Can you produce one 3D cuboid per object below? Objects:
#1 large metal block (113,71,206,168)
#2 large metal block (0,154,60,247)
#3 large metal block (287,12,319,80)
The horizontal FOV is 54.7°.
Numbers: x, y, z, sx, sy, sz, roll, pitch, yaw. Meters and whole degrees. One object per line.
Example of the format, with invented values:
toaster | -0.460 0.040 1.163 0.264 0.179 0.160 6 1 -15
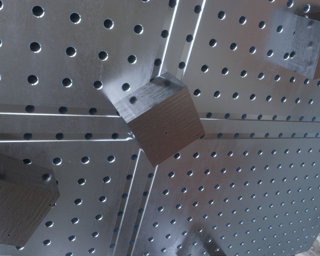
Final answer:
large metal block | 0.001 -0.011 0.390 0.080 0.050 0.080 -33 129 -7
large metal block | -0.175 0.081 0.350 0.080 0.050 0.080 29 103 -38
large metal block | 0.244 -0.124 0.454 0.081 0.050 0.079 -15 125 -20
